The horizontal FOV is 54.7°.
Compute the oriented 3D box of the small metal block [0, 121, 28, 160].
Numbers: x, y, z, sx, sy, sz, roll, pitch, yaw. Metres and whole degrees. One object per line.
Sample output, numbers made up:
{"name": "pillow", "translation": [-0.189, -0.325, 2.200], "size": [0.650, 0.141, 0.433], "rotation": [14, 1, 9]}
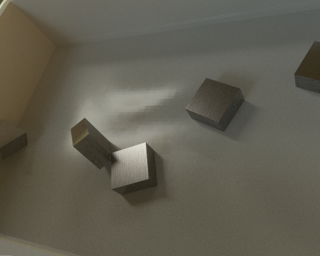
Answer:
{"name": "small metal block", "translation": [-0.254, 0.019, 0.501], "size": [0.050, 0.025, 0.050], "rotation": [24, 39, 18]}

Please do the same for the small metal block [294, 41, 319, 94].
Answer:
{"name": "small metal block", "translation": [0.188, -0.066, 0.347], "size": [0.050, 0.025, 0.050], "rotation": [26, 76, 36]}

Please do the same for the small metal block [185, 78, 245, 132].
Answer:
{"name": "small metal block", "translation": [0.069, -0.030, 0.387], "size": [0.050, 0.025, 0.050], "rotation": [26, 76, 36]}

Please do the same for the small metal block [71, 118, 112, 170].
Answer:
{"name": "small metal block", "translation": [-0.091, 0.020, 0.414], "size": [0.025, 0.050, 0.050], "rotation": [-39, 32, 2]}

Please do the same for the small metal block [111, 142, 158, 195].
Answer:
{"name": "small metal block", "translation": [-0.033, 0.052, 0.390], "size": [0.050, 0.025, 0.050], "rotation": [-18, 55, 17]}
